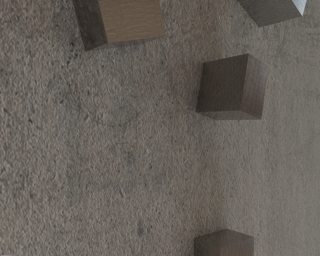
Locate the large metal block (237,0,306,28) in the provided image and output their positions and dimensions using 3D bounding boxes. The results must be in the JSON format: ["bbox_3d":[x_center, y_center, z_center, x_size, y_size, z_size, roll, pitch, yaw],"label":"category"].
[{"bbox_3d":[0.191,-0.226,0.528,0.080,0.080,0.050,32,70,-36],"label":"large metal block"}]

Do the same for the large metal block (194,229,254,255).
[{"bbox_3d":[0.097,0.206,0.470,0.081,0.050,0.080,3,88,-40],"label":"large metal block"}]

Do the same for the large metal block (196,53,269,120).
[{"bbox_3d":[0.105,-0.056,0.457,0.050,0.080,0.080,17,79,-39],"label":"large metal block"}]

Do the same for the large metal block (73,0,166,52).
[{"bbox_3d":[-0.047,-0.135,0.348,0.081,0.050,0.080,-20,103,-38],"label":"large metal block"}]
